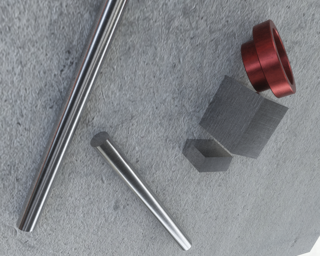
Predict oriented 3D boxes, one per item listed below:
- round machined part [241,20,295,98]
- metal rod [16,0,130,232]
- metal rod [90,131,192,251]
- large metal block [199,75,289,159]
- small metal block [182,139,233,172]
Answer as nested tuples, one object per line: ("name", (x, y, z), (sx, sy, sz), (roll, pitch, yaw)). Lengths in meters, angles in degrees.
("round machined part", (0.137, -0.084, 0.398), (0.042, 0.098, 0.098), (-18, 137, 30))
("metal rod", (-0.104, -0.006, 0.347), (0.025, 0.025, 0.298), (14, 111, -35))
("metal rod", (-0.014, 0.112, 0.470), (0.025, 0.025, 0.299), (-35, 129, -5))
("large metal block", (0.111, -0.016, 0.424), (0.050, 0.080, 0.080), (15, 111, -35))
("small metal block", (0.069, 0.040, 0.455), (0.050, 0.050, 0.025), (3, 117, -30))
